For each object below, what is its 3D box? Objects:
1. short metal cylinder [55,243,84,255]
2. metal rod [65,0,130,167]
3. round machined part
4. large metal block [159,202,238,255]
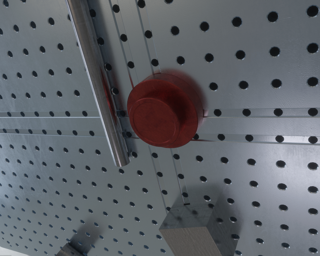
[{"bbox_3d":[-0.209,0.299,0.671,0.050,0.080,0.080,37,129,3],"label":"short metal cylinder"},{"bbox_3d":[-0.085,-0.079,0.406,0.025,0.025,0.298,3,120,27],"label":"metal rod"},{"bbox_3d":[0.001,-0.015,0.390,0.098,0.042,0.097,13,124,20],"label":"round machined part"},{"bbox_3d":[0.058,0.162,0.465,0.080,0.050,0.080,-17,110,34],"label":"large metal block"}]
